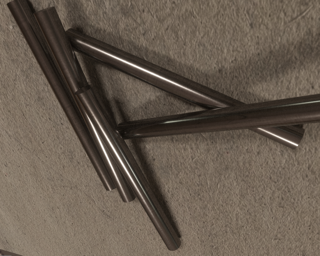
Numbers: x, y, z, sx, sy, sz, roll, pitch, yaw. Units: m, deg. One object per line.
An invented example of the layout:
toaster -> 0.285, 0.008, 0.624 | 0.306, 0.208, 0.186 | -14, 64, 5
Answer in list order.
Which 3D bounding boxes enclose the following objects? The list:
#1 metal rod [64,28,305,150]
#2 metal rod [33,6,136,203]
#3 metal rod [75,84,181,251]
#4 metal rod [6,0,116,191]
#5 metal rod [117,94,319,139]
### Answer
metal rod -> 0.017, -0.051, 0.364 | 0.301, 0.025, 0.025 | 26, 127, 11
metal rod -> -0.091, -0.011, 0.426 | 0.025, 0.025, 0.298 | -1, 124, 28
metal rod -> -0.035, 0.073, 0.445 | 0.025, 0.025, 0.299 | -8, 122, 31
metal rod -> -0.132, -0.035, 0.452 | 0.025, 0.025, 0.299 | -10, 114, 32
metal rod -> 0.060, -0.008, 0.336 | 0.300, 0.025, 0.025 | -6, 116, 42
